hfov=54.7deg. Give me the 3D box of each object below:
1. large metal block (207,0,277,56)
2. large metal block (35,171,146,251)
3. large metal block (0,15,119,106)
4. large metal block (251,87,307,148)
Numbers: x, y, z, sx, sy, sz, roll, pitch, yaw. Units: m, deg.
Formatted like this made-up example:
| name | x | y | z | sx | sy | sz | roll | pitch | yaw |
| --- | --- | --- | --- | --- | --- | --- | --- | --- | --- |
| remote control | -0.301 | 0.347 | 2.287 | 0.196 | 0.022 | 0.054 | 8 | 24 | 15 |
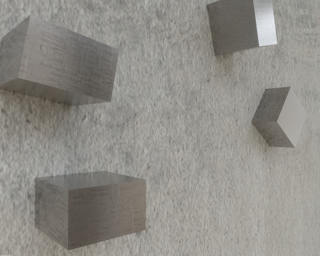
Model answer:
| name | x | y | z | sx | sy | sz | roll | pitch | yaw |
| --- | --- | --- | --- | --- | --- | --- | --- | --- | --- |
| large metal block | 0.126 | -0.160 | 0.477 | 0.050 | 0.080 | 0.079 | -18 | 102 | -39 |
| large metal block | -0.071 | 0.076 | 0.311 | 0.081 | 0.080 | 0.050 | 0 | 90 | -40 |
| large metal block | -0.097 | -0.055 | 0.288 | 0.081 | 0.080 | 0.050 | 13 | 82 | -40 |
| large metal block | 0.226 | -0.019 | 0.581 | 0.080 | 0.050 | 0.080 | 44 | 63 | -31 |
